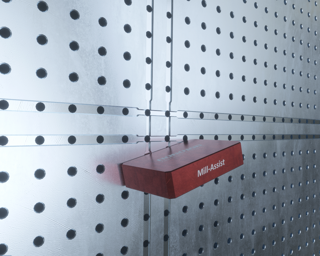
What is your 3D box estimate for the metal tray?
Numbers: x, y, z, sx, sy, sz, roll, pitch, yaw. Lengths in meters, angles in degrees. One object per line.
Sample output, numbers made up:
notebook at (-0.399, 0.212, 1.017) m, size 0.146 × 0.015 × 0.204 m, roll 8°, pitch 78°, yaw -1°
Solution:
metal tray at (0.030, 0.045, 0.391) m, size 0.131 × 0.090 × 0.030 m, roll -16°, pitch 101°, yaw -39°
